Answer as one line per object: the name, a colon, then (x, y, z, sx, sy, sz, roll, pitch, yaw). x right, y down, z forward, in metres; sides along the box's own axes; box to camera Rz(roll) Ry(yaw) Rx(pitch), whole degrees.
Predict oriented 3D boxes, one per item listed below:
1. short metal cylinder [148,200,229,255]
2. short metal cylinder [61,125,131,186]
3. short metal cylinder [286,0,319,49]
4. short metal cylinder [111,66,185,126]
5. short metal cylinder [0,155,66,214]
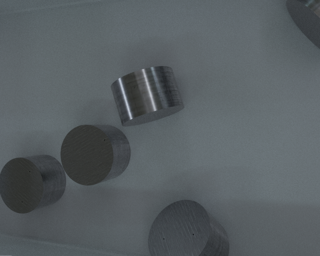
short metal cylinder: (0.034, 0.132, 0.363, 0.080, 0.050, 0.080, -24, 39, 22)
short metal cylinder: (-0.088, 0.035, 0.428, 0.080, 0.050, 0.080, 0, 90, 20)
short metal cylinder: (0.178, -0.120, 0.318, 0.050, 0.080, 0.080, -41, 77, 15)
short metal cylinder: (-0.015, -0.038, 0.387, 0.080, 0.080, 0.050, -19, 84, 19)
short metal cylinder: (-0.190, 0.082, 0.464, 0.080, 0.050, 0.080, 0, 90, 20)
